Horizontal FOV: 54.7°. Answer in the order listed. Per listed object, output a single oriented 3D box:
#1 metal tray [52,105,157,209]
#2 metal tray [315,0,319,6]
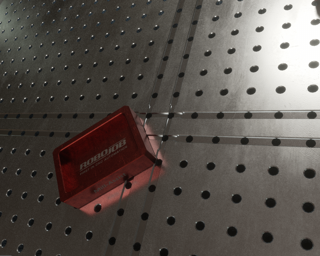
[{"bbox_3d":[-0.079,0.038,0.421,0.130,0.030,0.090,-31,52,7],"label":"metal tray"},{"bbox_3d":[0.254,-0.148,0.363,0.090,0.030,0.130,-22,54,14],"label":"metal tray"}]
